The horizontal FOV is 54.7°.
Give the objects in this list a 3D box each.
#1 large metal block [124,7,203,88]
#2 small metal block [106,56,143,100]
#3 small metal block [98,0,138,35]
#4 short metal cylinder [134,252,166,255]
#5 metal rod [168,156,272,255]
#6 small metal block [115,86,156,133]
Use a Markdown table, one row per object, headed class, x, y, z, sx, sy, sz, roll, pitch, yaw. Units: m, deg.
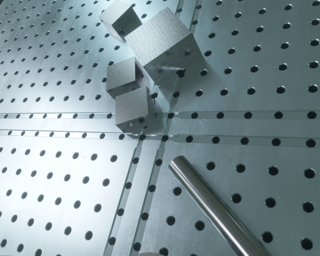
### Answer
| class | x | y | z | sx | sy | sz | roll | pitch | yaw |
| --- | --- | --- | --- | --- | --- | --- | --- | --- | --- |
| large metal block | 0.004 | -0.121 | 0.463 | 0.080 | 0.050 | 0.080 | -34 | 52 | 5 |
| small metal block | -0.055 | -0.078 | 0.483 | 0.050 | 0.025 | 0.050 | -16 | 55 | 18 |
| small metal block | -0.078 | -0.207 | 0.574 | 0.050 | 0.025 | 0.050 | -46 | 52 | -4 |
| short metal cylinder | -0.002 | 0.164 | 0.292 | 0.080 | 0.050 | 0.080 | -13 | 56 | 20 |
| metal rod | 0.098 | 0.130 | 0.276 | 0.025 | 0.025 | 0.300 | -41 | 51 | 0 |
| small metal block | -0.035 | -0.026 | 0.441 | 0.050 | 0.025 | 0.050 | -17 | 55 | 17 |
